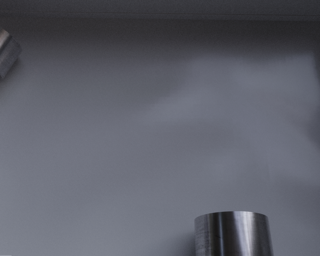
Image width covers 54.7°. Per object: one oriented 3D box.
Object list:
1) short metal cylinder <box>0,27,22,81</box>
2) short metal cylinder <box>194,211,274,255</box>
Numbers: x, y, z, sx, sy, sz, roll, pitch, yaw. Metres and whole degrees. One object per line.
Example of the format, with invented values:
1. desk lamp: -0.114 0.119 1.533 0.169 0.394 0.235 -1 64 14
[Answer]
1. short metal cylinder: -0.238 -0.107 0.418 0.080 0.080 0.050 21 72 7
2. short metal cylinder: 0.078 0.124 0.332 0.080 0.080 0.050 1 61 0
